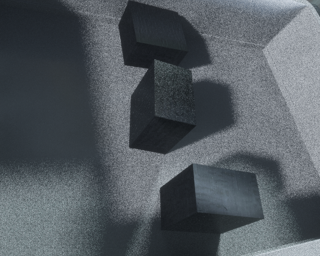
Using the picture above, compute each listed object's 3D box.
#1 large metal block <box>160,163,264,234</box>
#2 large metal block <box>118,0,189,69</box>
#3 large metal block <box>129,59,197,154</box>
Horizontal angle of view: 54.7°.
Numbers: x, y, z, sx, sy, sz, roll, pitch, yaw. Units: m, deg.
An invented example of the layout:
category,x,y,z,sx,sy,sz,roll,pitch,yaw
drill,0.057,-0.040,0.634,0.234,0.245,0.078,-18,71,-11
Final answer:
category,x,y,z,sx,sy,sz,roll,pitch,yaw
large metal block,0.054,0.083,0.348,0.081,0.080,0.050,12,57,-22
large metal block,-0.012,-0.136,0.466,0.081,0.050,0.080,3,60,-27
large metal block,0.000,-0.023,0.384,0.050,0.080,0.080,13,57,-22
